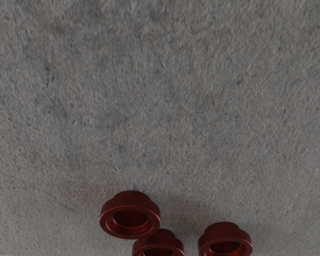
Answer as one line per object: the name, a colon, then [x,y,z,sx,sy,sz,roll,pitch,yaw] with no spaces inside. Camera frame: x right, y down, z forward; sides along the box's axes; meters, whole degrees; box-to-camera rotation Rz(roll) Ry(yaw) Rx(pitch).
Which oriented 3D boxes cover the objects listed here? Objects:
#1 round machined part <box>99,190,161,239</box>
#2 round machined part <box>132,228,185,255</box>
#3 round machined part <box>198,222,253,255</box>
round machined part: [-0.048,0.141,0.516,0.099,0.042,0.097,-1,130,0]
round machined part: [-0.003,0.228,0.591,0.099,0.042,0.097,-1,130,0]
round machined part: [0.119,0.212,0.579,0.099,0.042,0.097,-1,130,0]
